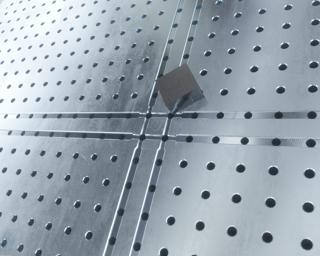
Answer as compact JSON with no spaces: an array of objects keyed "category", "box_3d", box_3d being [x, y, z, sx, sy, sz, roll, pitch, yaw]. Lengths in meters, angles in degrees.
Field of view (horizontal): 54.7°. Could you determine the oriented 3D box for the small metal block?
[{"category":"small metal block","box_3d":[0.027,-0.054,0.426,0.050,0.025,0.050,-28,52,10]}]
